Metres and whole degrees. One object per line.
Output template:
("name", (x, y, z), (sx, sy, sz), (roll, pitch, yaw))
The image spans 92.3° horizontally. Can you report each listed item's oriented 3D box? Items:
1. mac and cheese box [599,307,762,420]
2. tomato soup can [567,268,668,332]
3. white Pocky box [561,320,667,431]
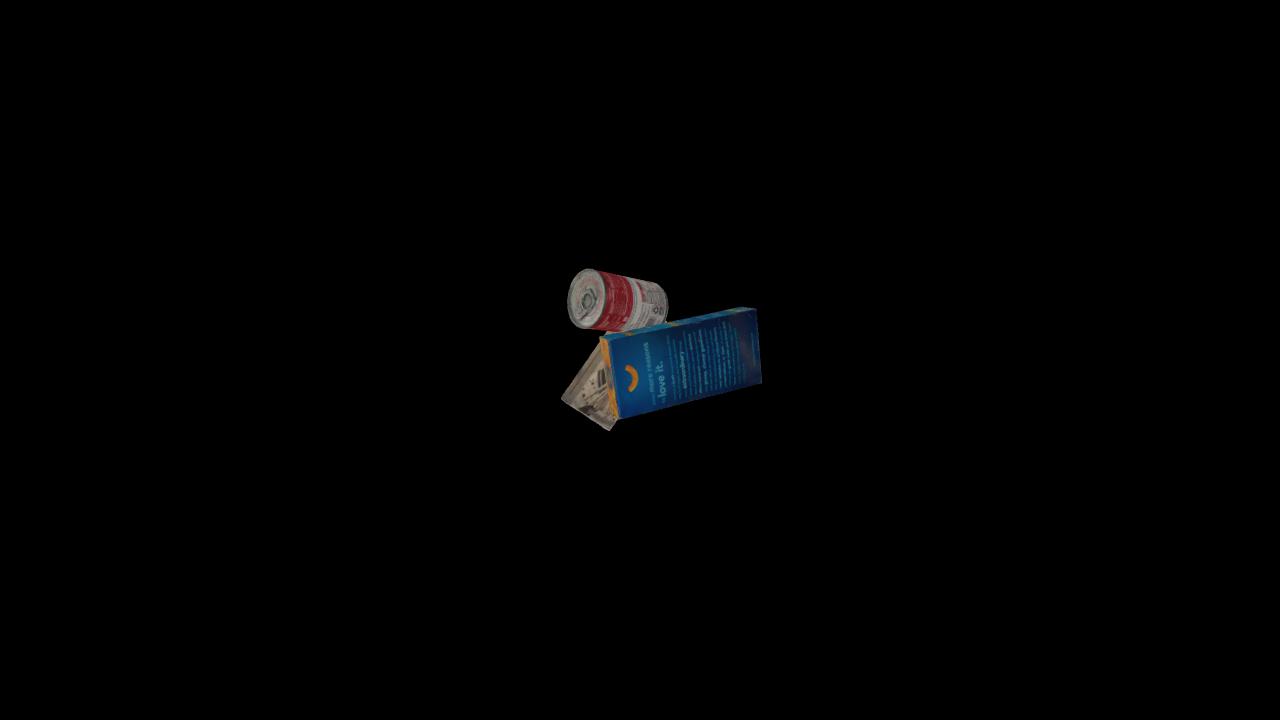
("mac and cheese box", (0.050, 0.000, 0.703), (0.184, 0.093, 0.041), (-12, 15, -20))
("tomato soup can", (-0.024, -0.065, 0.713), (0.101, 0.068, 0.068), (4, -3, -44))
("white Pocky box", (-0.023, 0.005, 0.754), (0.028, 0.154, 0.084), (30, -7, 46))
